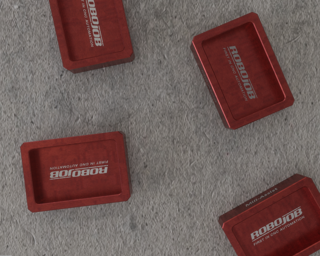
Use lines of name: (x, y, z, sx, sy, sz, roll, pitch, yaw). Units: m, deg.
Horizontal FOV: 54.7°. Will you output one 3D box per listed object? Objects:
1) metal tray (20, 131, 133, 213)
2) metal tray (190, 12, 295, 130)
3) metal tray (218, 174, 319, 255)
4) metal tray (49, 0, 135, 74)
metal tray: (-0.107, 0.055, 0.406, 0.131, 0.030, 0.089, -7, 90, 0)
metal tray: (0.106, -0.073, 0.408, 0.090, 0.030, 0.129, -23, 90, 0)
metal tray: (0.156, 0.130, 0.408, 0.130, 0.030, 0.090, -29, 90, 0)
metal tray: (-0.091, -0.145, 0.406, 0.091, 0.030, 0.129, -12, 90, 0)
